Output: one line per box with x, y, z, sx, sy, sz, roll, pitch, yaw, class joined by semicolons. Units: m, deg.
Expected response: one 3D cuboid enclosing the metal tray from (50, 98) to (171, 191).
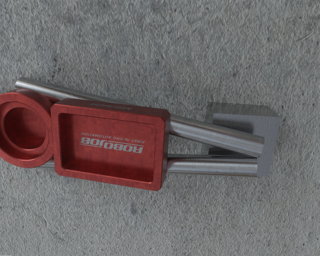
-0.057;0.018;0.359;0.131;0.030;0.089;7;110;10;metal tray

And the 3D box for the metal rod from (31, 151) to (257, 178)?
-0.035;0.044;0.392;0.301;0.025;0.025;1;111;13;metal rod

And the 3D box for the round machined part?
-0.166;-0.002;0.393;0.098;0.042;0.097;3;110;9;round machined part

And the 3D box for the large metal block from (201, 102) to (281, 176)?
0.101;0.013;0.402;0.081;0.050;0.079;4;110;-2;large metal block

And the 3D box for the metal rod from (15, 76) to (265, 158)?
-0.030;-0.015;0.370;0.301;0.025;0.025;15;110;8;metal rod
